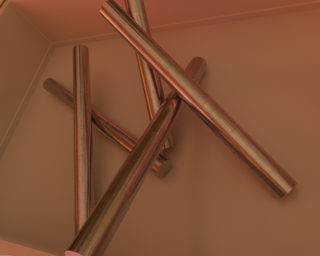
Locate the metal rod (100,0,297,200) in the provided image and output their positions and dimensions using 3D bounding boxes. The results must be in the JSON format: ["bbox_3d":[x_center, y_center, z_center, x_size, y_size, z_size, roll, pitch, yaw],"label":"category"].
[{"bbox_3d":[0.030,-0.045,0.348,0.025,0.025,0.300,-42,73,0],"label":"metal rod"}]

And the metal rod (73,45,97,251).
[{"bbox_3d":[-0.106,0.010,0.427,0.025,0.025,0.299,-17,63,18],"label":"metal rod"}]

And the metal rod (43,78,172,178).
[{"bbox_3d":[-0.096,-0.014,0.462,0.300,0.025,0.025,32,80,37],"label":"metal rod"}]

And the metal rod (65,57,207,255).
[{"bbox_3d":[-0.002,0.004,0.328,0.025,0.025,0.301,0,38,28],"label":"metal rod"}]

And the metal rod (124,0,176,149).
[{"bbox_3d":[-0.024,-0.119,0.402,0.025,0.025,0.298,-14,84,20],"label":"metal rod"}]
